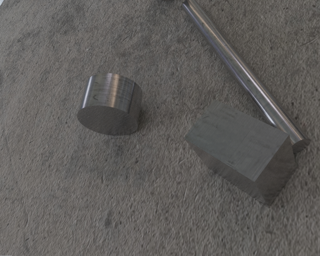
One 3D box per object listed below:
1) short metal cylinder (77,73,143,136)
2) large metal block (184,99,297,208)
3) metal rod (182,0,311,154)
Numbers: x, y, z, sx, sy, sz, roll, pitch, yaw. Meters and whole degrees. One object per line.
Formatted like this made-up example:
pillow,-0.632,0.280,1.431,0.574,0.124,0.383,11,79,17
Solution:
short metal cylinder,-0.067,-0.030,0.422,0.080,0.080,0.050,-7,59,24
large metal block,0.082,0.026,0.309,0.080,0.080,0.050,32,80,38
metal rod,0.095,-0.090,0.408,0.025,0.025,0.300,-30,52,9
